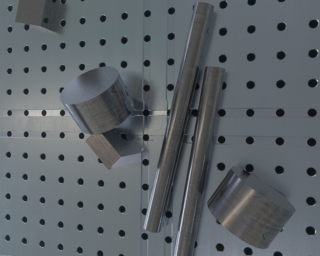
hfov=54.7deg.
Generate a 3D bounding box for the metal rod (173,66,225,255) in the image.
[{"bbox_3d":[0.045,0.072,0.396,0.025,0.025,0.298,11,93,19],"label":"metal rod"}]

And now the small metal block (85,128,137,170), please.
[{"bbox_3d":[-0.065,0.027,0.422,0.025,0.050,0.050,-45,76,15],"label":"small metal block"}]

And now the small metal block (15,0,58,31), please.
[{"bbox_3d":[-0.191,-0.182,0.480,0.050,0.025,0.050,15,95,19],"label":"small metal block"}]

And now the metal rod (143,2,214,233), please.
[{"bbox_3d":[0.023,-0.010,0.404,0.025,0.025,0.298,15,95,19],"label":"metal rod"}]

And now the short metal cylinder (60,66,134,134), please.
[{"bbox_3d":[-0.081,-0.037,0.405,0.080,0.080,0.050,-9,129,19],"label":"short metal cylinder"}]

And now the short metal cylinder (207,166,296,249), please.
[{"bbox_3d":[0.101,0.087,0.348,0.080,0.080,0.050,35,101,16],"label":"short metal cylinder"}]
